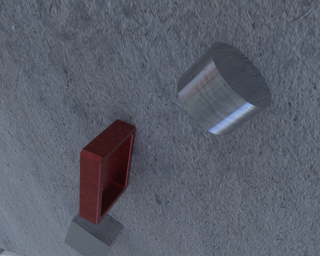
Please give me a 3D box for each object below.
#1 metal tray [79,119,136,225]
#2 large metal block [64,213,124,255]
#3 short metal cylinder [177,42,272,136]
[{"bbox_3d":[-0.075,0.063,0.443,0.030,0.090,0.129,22,127,15],"label":"metal tray"},{"bbox_3d":[-0.124,0.199,0.579,0.080,0.050,0.079,32,129,7],"label":"large metal block"},{"bbox_3d":[0.065,-0.039,0.313,0.080,0.080,0.050,45,129,-3],"label":"short metal cylinder"}]
